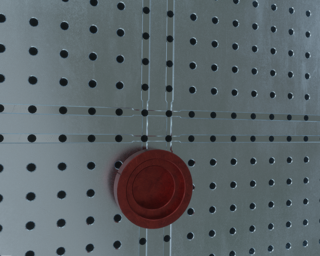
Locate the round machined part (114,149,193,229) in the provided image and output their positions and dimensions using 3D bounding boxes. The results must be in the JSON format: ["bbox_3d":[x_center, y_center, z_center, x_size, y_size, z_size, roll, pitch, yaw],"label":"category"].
[{"bbox_3d":[-0.011,0.075,0.399,0.099,0.042,0.097,0,90,-20],"label":"round machined part"}]
